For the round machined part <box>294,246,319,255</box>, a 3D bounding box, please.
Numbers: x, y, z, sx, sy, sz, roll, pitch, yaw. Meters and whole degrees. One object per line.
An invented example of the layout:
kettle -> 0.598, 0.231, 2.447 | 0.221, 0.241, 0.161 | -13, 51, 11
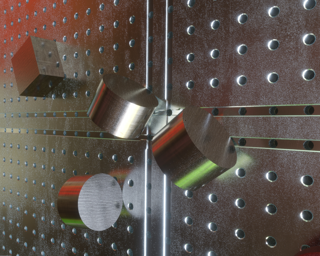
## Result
round machined part -> 0.156, 0.152, 0.269 | 0.098, 0.042, 0.097 | 0, 90, 40

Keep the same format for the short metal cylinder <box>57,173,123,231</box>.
short metal cylinder -> -0.102, 0.108, 0.458 | 0.050, 0.081, 0.080 | -10, 84, 39

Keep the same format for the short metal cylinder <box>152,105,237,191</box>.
short metal cylinder -> 0.038, 0.022, 0.342 | 0.050, 0.081, 0.080 | -42, 65, 32

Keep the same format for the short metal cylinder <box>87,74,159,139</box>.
short metal cylinder -> -0.049, -0.030, 0.414 | 0.080, 0.081, 0.050 | 45, 117, 30

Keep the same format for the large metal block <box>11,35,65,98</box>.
large metal block -> -0.231, -0.113, 0.584 | 0.080, 0.050, 0.080 | -30, 71, 36
